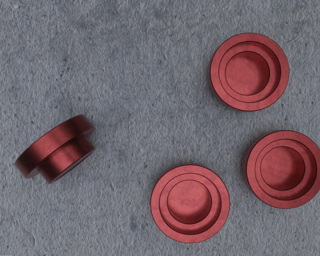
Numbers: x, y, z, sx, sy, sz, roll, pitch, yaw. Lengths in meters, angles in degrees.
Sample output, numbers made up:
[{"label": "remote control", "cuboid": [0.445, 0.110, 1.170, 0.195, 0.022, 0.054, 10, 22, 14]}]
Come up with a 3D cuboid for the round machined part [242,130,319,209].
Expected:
[{"label": "round machined part", "cuboid": [0.155, 0.051, 0.402, 0.099, 0.042, 0.097, 0, 90, 0]}]

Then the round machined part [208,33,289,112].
[{"label": "round machined part", "cuboid": [0.111, -0.069, 0.402, 0.099, 0.042, 0.097, 0, 90, 0]}]

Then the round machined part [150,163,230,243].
[{"label": "round machined part", "cuboid": [0.037, 0.093, 0.402, 0.099, 0.042, 0.097, 0, 90, 0]}]

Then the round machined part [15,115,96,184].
[{"label": "round machined part", "cuboid": [-0.117, 0.030, 0.373, 0.098, 0.098, 0.042, -39, 90, 0]}]
